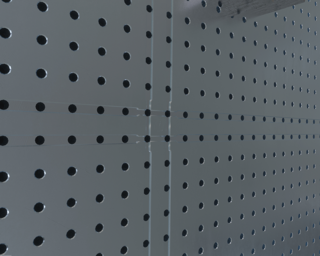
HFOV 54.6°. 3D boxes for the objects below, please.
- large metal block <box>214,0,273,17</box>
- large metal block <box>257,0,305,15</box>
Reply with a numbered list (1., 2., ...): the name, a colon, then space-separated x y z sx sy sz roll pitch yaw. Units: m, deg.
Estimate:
1. large metal block: 0.138 -0.233 0.487 0.050 0.080 0.080 30 72 -36
2. large metal block: 0.199 -0.252 0.538 0.080 0.080 0.050 31 71 -36
